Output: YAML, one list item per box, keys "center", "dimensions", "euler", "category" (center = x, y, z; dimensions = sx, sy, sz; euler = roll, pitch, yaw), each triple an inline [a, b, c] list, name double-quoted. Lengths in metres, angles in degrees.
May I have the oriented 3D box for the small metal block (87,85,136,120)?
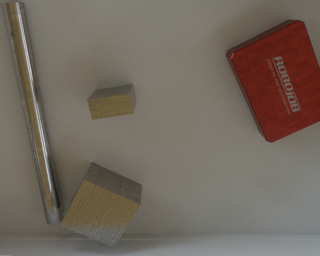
- center: [-0.058, -0.033, 0.385]
  dimensions: [0.050, 0.050, 0.025]
  euler: [-8, 110, 2]
  category: "small metal block"

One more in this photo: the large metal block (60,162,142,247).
- center: [-0.081, 0.108, 0.437]
  dimensions: [0.080, 0.050, 0.080]
  euler: [27, 108, -10]
  category: "large metal block"

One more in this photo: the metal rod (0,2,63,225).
- center: [-0.162, -0.004, 0.407]
  dimensions: [0.025, 0.025, 0.298]
  euler: [-3, 110, 0]
  category: "metal rod"

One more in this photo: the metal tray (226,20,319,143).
- center: [0.151, -0.056, 0.390]
  dimensions: [0.090, 0.030, 0.130]
  euler: [-26, 108, 9]
  category: "metal tray"
